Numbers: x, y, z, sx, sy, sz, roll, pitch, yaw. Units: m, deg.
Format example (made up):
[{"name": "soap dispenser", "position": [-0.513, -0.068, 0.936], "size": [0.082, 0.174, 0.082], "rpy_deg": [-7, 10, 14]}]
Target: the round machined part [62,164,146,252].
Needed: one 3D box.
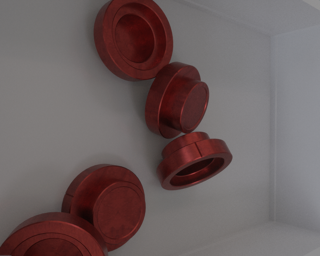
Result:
[{"name": "round machined part", "position": [-0.055, 0.091, 0.349], "size": [0.099, 0.042, 0.097], "rpy_deg": [0, 90, -40]}]

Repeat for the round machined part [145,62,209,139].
[{"name": "round machined part", "position": [0.028, -0.031, 0.393], "size": [0.099, 0.042, 0.097], "rpy_deg": [-38, 140, -41]}]

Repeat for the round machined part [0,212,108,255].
[{"name": "round machined part", "position": [-0.099, 0.126, 0.294], "size": [0.099, 0.042, 0.097], "rpy_deg": [-1, 97, -7]}]

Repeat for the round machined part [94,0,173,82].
[{"name": "round machined part", "position": [-0.034, -0.104, 0.366], "size": [0.099, 0.042, 0.097], "rpy_deg": [0, 90, -40]}]

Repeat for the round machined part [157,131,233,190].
[{"name": "round machined part", "position": [0.041, 0.040, 0.406], "size": [0.099, 0.097, 0.042], "rpy_deg": [3, 52, -40]}]
